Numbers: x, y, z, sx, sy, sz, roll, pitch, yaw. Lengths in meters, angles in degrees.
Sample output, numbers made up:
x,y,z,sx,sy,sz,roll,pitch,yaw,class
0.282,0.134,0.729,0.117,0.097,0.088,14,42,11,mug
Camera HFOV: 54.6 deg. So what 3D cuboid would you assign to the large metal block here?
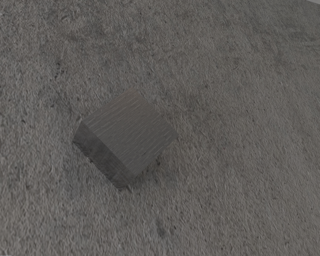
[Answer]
x,y,z,sx,sy,sz,roll,pitch,yaw,class
-0.039,0.012,0.359,0.080,0.050,0.080,46,51,3,large metal block
